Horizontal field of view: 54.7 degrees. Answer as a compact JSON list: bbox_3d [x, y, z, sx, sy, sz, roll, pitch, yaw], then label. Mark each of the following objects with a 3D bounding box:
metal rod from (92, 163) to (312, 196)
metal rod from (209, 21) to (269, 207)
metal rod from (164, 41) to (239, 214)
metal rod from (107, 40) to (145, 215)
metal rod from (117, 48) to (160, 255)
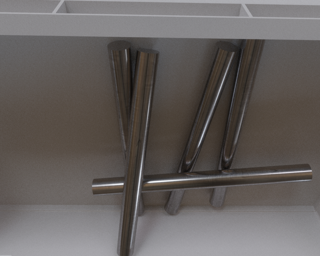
[{"bbox_3d":[0.056,0.074,0.438,0.302,0.025,0.025,-5,130,3],"label":"metal rod"},{"bbox_3d":[0.097,0.007,0.416,0.025,0.025,0.298,1,130,-1],"label":"metal rod"},{"bbox_3d":[0.046,0.023,0.429,0.025,0.025,0.298,8,130,-7],"label":"metal rod"},{"bbox_3d":[-0.041,0.025,0.429,0.025,0.025,0.298,-1,130,0],"label":"metal rod"},{"bbox_3d":[-0.032,0.050,0.400,0.025,0.025,0.298,6,114,-5],"label":"metal rod"}]
